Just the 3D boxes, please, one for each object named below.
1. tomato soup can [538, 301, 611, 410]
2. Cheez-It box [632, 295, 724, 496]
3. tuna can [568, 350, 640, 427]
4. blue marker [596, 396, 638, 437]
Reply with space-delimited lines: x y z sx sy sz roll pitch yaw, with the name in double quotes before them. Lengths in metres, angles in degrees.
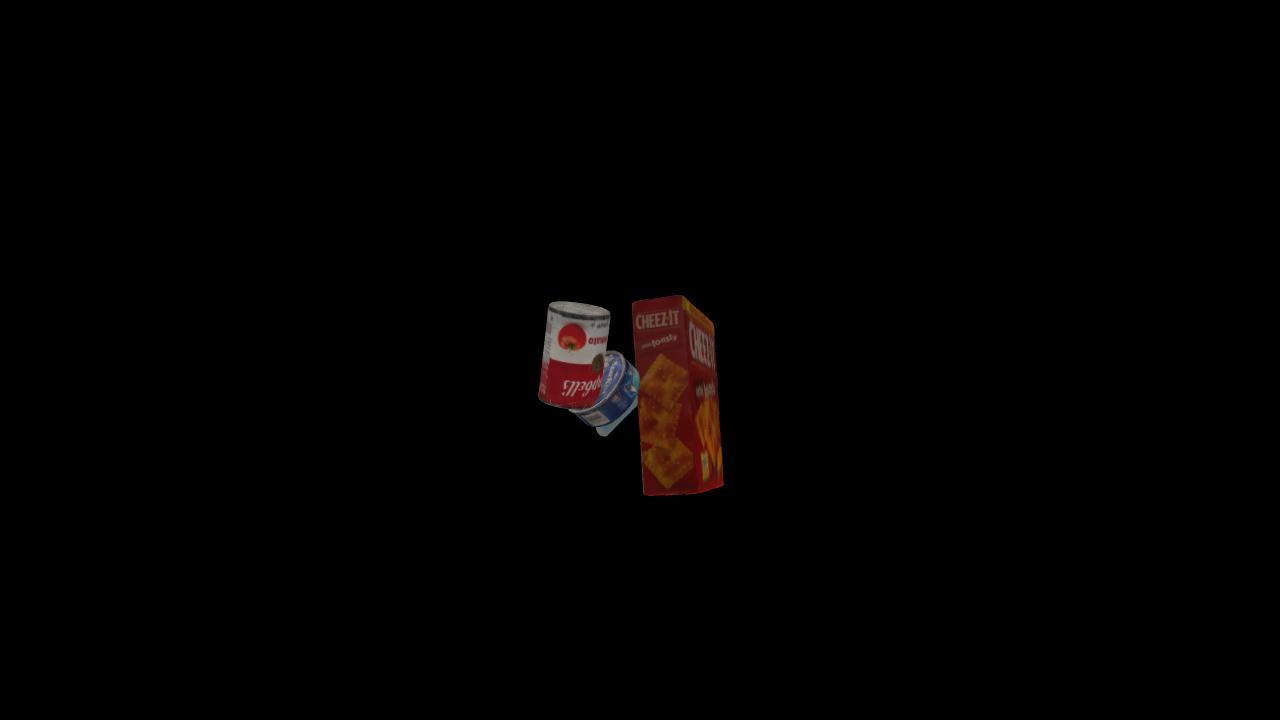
"tomato soup can" -0.069 -0.006 0.650 0.068 0.101 0.068 8 13 -2
"Cheez-It box" 0.051 0.048 0.751 0.071 0.223 0.166 -6 -10 17
"tuna can" -0.041 0.032 0.678 0.084 0.084 0.034 0 -37 48
"blue marker" -0.017 0.056 0.740 0.020 0.020 0.121 0 -33 -37
